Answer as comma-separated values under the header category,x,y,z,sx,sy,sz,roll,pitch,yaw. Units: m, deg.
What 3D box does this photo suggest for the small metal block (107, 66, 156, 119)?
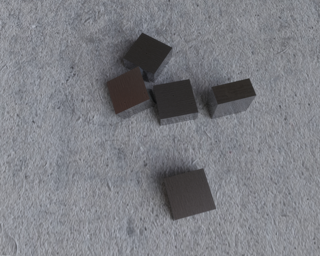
category,x,y,z,sx,sy,sz,roll,pitch,yaw
small metal block,-0.038,-0.047,0.416,0.050,0.025,0.050,-23,70,15

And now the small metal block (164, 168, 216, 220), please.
category,x,y,z,sx,sy,sz,roll,pitch,yaw
small metal block,0.035,0.082,0.378,0.050,0.025,0.050,-14,71,-5

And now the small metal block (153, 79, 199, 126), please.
category,x,y,z,sx,sy,sz,roll,pitch,yaw
small metal block,0.020,-0.035,0.421,0.050,0.025,0.050,-11,71,-4

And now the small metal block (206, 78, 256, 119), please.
category,x,y,z,sx,sy,sz,roll,pitch,yaw
small metal block,0.092,-0.038,0.409,0.050,0.050,0.025,-14,71,-5

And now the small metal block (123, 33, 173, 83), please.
category,x,y,z,sx,sy,sz,roll,pitch,yaw
small metal block,-0.017,-0.101,0.445,0.050,0.025,0.050,29,73,10
